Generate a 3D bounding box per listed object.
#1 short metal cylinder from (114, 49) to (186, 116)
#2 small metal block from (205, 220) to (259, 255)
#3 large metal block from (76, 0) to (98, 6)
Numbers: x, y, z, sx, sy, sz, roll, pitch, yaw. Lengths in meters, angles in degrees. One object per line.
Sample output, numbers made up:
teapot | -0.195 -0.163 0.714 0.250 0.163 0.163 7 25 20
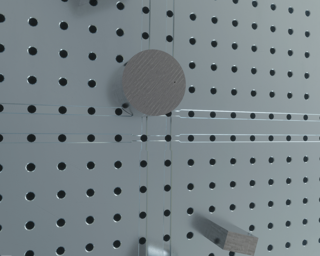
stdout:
short metal cylinder | -0.014 -0.054 0.394 0.081 0.050 0.080 0 90 -20
small metal block | 0.100 0.154 0.436 0.050 0.050 0.025 19 84 -19
large metal block | -0.075 -0.205 0.371 0.081 0.050 0.080 -26 99 -18
